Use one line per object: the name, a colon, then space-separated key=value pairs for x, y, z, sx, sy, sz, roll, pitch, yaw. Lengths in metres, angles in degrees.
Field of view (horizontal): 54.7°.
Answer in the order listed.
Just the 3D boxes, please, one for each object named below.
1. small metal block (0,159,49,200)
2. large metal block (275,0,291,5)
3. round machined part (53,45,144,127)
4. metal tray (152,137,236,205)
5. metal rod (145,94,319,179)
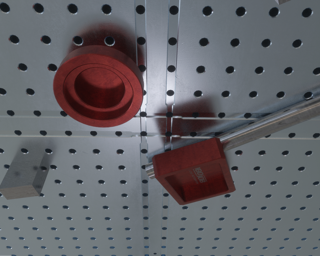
small metal block: x=-0.199 y=0.075 z=0.457 sx=0.050 sy=0.050 sz=0.025 roll=-8 pitch=130 yaw=6
large metal block: x=0.125 y=-0.164 z=0.257 sx=0.080 sy=0.050 sz=0.080 roll=-19 pitch=128 yaw=15
round machined part: x=-0.067 y=-0.051 z=0.357 sx=0.099 sy=0.042 sz=0.097 roll=0 pitch=130 yaw=0
metal tray: x=0.052 y=0.067 z=0.436 sx=0.090 sy=0.030 sz=0.130 roll=-17 pitch=146 yaw=10
metal rod: x=0.115 y=0.008 z=0.419 sx=0.300 sy=0.025 sz=0.025 roll=-24 pitch=126 yaw=18
